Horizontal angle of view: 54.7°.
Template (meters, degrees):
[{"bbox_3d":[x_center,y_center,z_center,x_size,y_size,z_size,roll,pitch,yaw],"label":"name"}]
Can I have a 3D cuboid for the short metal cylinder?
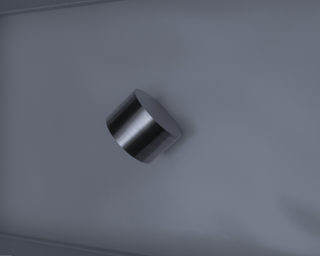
[{"bbox_3d":[-0.019,-0.003,0.385,0.050,0.080,0.080,-43,77,15],"label":"short metal cylinder"}]
